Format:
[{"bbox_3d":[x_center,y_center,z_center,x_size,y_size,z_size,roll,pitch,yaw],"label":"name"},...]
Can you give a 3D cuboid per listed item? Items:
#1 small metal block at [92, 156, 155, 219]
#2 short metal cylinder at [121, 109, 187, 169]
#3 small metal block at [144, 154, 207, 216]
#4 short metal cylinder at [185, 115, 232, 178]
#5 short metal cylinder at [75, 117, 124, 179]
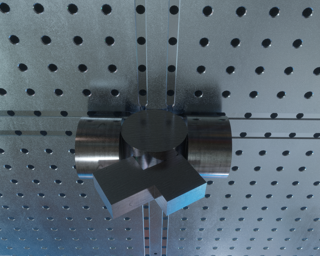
[{"bbox_3d":[-0.040,0.064,0.343,0.050,0.050,0.025,-21,135,-24],"label":"small metal block"},{"bbox_3d":[-0.007,0.020,0.392,0.081,0.080,0.050,1,130,-1],"label":"short metal cylinder"},{"bbox_3d":[0.016,0.062,0.347,0.050,0.050,0.025,-20,135,-24],"label":"small metal block"},{"bbox_3d":[0.058,0.024,0.395,0.050,0.080,0.079,1,130,0],"label":"short metal cylinder"},{"bbox_3d":[-0.073,0.025,0.395,0.050,0.080,0.079,1,130,-1],"label":"short metal cylinder"}]
